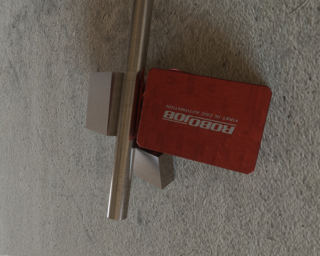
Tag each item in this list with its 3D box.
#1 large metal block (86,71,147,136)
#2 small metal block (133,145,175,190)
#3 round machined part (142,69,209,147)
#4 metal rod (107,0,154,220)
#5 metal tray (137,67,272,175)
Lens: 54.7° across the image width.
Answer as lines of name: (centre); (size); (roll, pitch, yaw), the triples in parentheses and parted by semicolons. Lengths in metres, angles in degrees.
large metal block: (-0.062, -0.034, 0.427); (0.080, 0.050, 0.079); (13, 99, 57)
small metal block: (-0.010, 0.044, 0.402); (0.050, 0.025, 0.050); (20, 129, 38)
round machined part: (0.010, -0.025, 0.387); (0.098, 0.042, 0.097); (0, 90, 40)
metal rod: (-0.035, -0.036, 0.381); (0.025, 0.025, 0.298); (10, 94, 39)
metal tray: (0.046, -0.011, 0.337); (0.130, 0.030, 0.089); (13, 100, 18)
